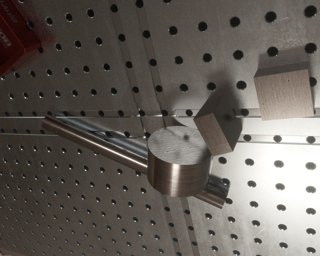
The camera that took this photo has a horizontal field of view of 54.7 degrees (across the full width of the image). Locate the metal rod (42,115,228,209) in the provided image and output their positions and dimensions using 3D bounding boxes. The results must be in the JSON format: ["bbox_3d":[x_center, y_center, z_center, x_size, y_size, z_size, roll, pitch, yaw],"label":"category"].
[{"bbox_3d":[-0.046,0.045,0.461,0.301,0.025,0.025,22,127,14],"label":"metal rod"}]

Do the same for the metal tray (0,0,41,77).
[{"bbox_3d":[-0.241,-0.148,0.440,0.090,0.030,0.130,-24,106,36],"label":"metal tray"}]

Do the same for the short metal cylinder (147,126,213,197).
[{"bbox_3d":[0.025,0.040,0.386,0.080,0.080,0.050,16,125,19],"label":"short metal cylinder"}]

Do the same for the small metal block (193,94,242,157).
[{"bbox_3d":[0.068,-0.004,0.356,0.025,0.050,0.050,-19,109,35],"label":"small metal block"}]

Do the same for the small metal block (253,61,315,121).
[{"bbox_3d":[0.129,-0.037,0.320,0.050,0.025,0.050,-5,116,30],"label":"small metal block"}]
